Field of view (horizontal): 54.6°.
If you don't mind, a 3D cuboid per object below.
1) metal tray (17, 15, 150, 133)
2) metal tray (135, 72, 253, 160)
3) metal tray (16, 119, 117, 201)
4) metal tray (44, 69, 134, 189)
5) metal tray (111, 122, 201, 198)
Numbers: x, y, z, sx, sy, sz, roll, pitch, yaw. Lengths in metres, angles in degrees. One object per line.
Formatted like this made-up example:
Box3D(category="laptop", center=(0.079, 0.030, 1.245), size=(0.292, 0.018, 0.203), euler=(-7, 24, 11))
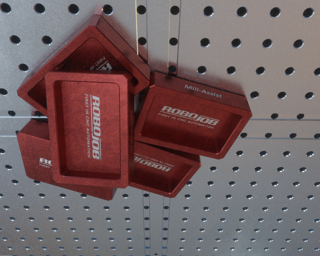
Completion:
Box3D(category="metal tray", center=(-0.087, -0.054, 0.360), size=(0.130, 0.030, 0.090), euler=(-32, 123, 24))
Box3D(category="metal tray", center=(0.038, -0.012, 0.397), size=(0.131, 0.030, 0.089), euler=(14, 129, -12))
Box3D(category="metal tray", center=(-0.121, 0.045, 0.423), size=(0.131, 0.030, 0.089), euler=(14, 131, 6))
Box3D(category="metal tray", center=(-0.077, 0.001, 0.352), size=(0.090, 0.030, 0.129), euler=(3, 106, 6))
Box3D(category="metal tray", center=(-0.018, 0.050, 0.449), size=(0.131, 0.030, 0.089), euler=(20, 128, -16))
